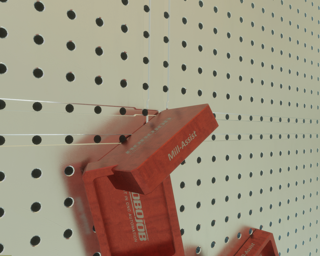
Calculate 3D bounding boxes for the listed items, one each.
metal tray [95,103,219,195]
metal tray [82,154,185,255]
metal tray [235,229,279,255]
[{"bbox_3d":[-0.004,0.020,0.364,0.131,0.090,0.030,-40,111,-33],"label":"metal tray"},{"bbox_3d":[-0.028,0.096,0.351,0.091,0.030,0.129,-12,102,-6],"label":"metal tray"},{"bbox_3d":[0.164,0.255,0.546,0.131,0.030,0.090,-32,110,-36],"label":"metal tray"}]
